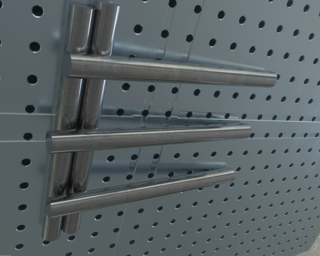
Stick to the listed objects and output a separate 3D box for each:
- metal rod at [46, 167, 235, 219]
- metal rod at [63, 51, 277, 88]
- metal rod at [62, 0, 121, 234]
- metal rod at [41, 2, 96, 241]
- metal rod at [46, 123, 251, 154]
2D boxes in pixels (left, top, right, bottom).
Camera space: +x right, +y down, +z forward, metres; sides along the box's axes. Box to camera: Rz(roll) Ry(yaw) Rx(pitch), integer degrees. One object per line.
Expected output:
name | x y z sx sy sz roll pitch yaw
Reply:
metal rod | -0.005 0.086 0.445 0.303 0.025 0.025 -3 120 -34
metal rod | 0.038 -0.066 0.374 0.303 0.025 0.025 -3 120 -34
metal rod | -0.087 0.007 0.368 0.025 0.025 0.298 1 118 -29
metal rod | -0.111 0.013 0.359 0.025 0.025 0.298 1 118 -29
metal rod | 0.010 0.009 0.404 0.303 0.025 0.025 -2 120 -35
